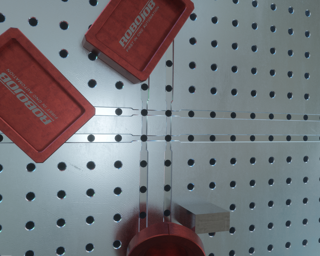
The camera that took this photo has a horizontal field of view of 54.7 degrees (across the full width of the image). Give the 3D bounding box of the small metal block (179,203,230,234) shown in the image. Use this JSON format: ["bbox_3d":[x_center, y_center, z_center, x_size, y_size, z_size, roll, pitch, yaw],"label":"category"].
[{"bbox_3d":[0.059,0.122,0.421,0.050,0.050,0.025,1,90,-20],"label":"small metal block"}]

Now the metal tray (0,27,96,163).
[{"bbox_3d":[-0.151,-0.035,0.354,0.090,0.030,0.130,-46,104,-14],"label":"metal tray"}]

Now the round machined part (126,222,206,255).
[{"bbox_3d":[0.007,0.159,0.393,0.099,0.042,0.097,-1,112,-2],"label":"round machined part"}]

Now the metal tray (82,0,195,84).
[{"bbox_3d":[-0.026,-0.134,0.399,0.090,0.030,0.130,36,79,-17],"label":"metal tray"}]
